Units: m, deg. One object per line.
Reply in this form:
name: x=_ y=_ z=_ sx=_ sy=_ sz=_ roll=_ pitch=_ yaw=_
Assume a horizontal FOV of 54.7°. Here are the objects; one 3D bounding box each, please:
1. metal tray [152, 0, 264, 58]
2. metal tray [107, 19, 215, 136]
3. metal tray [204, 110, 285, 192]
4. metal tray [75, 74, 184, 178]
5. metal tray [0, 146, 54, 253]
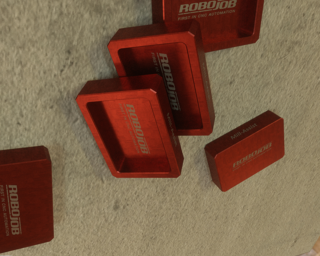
metal tray: x=0.057 y=-0.135 z=0.352 sx=0.131 sy=0.030 sz=0.089 roll=-16 pitch=125 yaw=-20
metal tray: x=0.007 y=-0.048 z=0.344 sx=0.090 sy=0.030 sz=0.129 roll=-1 pitch=131 yaw=20
metal tray: x=0.142 y=0.038 z=0.508 sx=0.131 sy=0.030 sz=0.090 roll=-28 pitch=128 yaw=-11
metal tray: x=-0.029 y=0.004 z=0.359 sx=0.090 sy=0.030 sz=0.129 roll=-3 pitch=129 yaw=17
metal tray: x=-0.175 y=0.087 z=0.363 sx=0.091 sy=0.030 sz=0.129 roll=-6 pitch=121 yaw=-26
